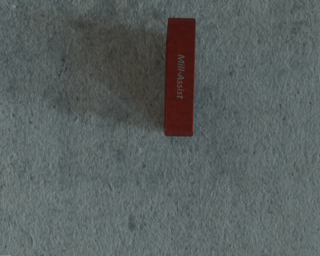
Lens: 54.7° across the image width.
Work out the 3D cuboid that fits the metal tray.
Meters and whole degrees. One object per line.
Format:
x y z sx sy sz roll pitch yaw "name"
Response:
0.022 -0.056 0.377 0.030 0.090 0.129 1 90 0 "metal tray"
